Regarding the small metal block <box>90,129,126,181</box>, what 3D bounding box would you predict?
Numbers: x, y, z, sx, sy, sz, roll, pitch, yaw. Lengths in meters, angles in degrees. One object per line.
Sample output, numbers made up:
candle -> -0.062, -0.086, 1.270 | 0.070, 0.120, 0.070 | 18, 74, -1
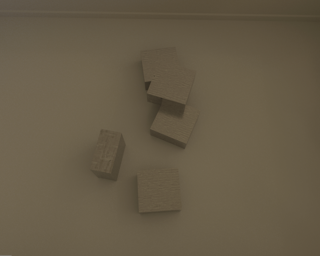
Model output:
small metal block -> -0.063, 0.035, 0.383 | 0.025, 0.050, 0.050 | 11, 70, 3

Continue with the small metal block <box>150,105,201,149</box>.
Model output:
small metal block -> 0.020, -0.007, 0.412 | 0.050, 0.025, 0.050 | 22, 71, 7

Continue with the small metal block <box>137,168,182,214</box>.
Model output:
small metal block -> -0.001, 0.078, 0.381 | 0.050, 0.025, 0.050 | -4, 70, -2

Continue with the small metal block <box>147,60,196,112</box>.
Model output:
small metal block -> 0.015, -0.054, 0.403 | 0.050, 0.025, 0.050 | 17, 71, 5

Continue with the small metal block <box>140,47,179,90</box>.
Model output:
small metal block -> 0.001, -0.085, 0.441 | 0.050, 0.025, 0.050 | -8, 70, -3
